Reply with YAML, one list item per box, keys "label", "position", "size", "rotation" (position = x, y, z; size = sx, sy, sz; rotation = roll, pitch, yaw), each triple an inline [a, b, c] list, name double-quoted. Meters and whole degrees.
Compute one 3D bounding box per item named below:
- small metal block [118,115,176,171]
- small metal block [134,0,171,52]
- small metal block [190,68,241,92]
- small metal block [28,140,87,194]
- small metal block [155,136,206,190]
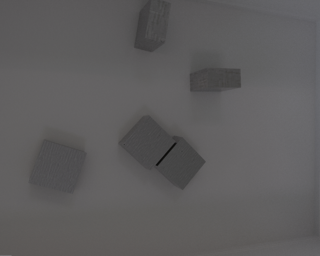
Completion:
- label: "small metal block"
  position: [-0.017, 0.019, 0.404]
  size: [0.050, 0.025, 0.050]
  rotation: [45, 76, -14]
- label: "small metal block"
  position: [-0.010, -0.129, 0.393]
  size: [0.025, 0.050, 0.050]
  rotation: [10, 87, -20]
- label: "small metal block"
  position: [0.075, -0.065, 0.425]
  size: [0.050, 0.050, 0.025]
  rotation: [-2, 91, -20]
- label: "small metal block"
  position: [-0.120, 0.045, 0.366]
  size: [0.050, 0.025, 0.050]
  rotation: [20, 83, -19]
- label: "small metal block"
  position: [0.025, 0.046, 0.418]
  size: [0.050, 0.025, 0.050]
  rotation: [46, 76, -19]
